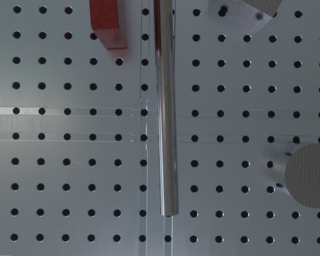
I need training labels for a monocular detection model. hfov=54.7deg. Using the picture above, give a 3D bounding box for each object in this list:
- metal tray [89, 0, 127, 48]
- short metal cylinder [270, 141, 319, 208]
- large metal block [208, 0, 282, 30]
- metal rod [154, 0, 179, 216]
[{"bbox_3d":[-0.064,-0.173,0.380,0.030,0.090,0.129,-4,90,0],"label":"metal tray"},{"bbox_3d":[0.192,0.058,0.402,0.081,0.050,0.079,0,90,0],"label":"short metal cylinder"},{"bbox_3d":[0.121,-0.188,0.402,0.080,0.050,0.080,28,90,0],"label":"large metal block"},{"bbox_3d":[0.008,-0.035,0.413,0.025,0.025,0.298,-2,90,0],"label":"metal rod"}]
